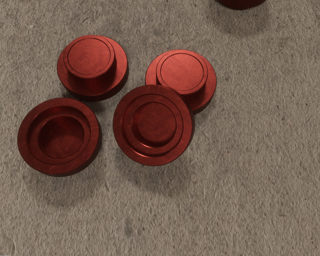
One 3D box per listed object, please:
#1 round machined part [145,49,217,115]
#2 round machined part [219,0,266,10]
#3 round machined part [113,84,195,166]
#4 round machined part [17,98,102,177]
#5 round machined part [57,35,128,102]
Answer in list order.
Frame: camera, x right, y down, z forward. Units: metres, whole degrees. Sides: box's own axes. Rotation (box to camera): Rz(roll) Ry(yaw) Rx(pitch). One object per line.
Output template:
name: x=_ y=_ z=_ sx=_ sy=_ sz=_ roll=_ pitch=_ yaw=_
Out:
round machined part: x=0.029 y=-0.067 z=0.424 sx=0.099 sy=0.042 sz=0.098 roll=0 pitch=70 yaw=-1
round machined part: x=0.125 y=-0.225 z=0.483 sx=0.099 sy=0.042 sz=0.098 roll=0 pitch=70 yaw=-1
round machined part: x=-0.005 y=-0.005 z=0.386 sx=0.098 sy=0.042 sz=0.097 roll=1 pitch=96 yaw=14
round machined part: x=-0.122 y=0.014 z=0.392 sx=0.099 sy=0.042 sz=0.098 roll=0 pitch=70 yaw=-1
round machined part: x=-0.094 y=-0.089 z=0.431 sx=0.099 sy=0.042 sz=0.098 roll=0 pitch=70 yaw=-1
